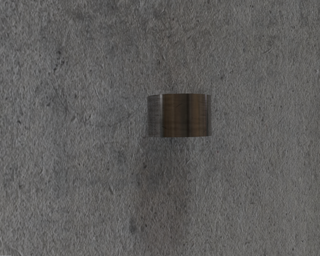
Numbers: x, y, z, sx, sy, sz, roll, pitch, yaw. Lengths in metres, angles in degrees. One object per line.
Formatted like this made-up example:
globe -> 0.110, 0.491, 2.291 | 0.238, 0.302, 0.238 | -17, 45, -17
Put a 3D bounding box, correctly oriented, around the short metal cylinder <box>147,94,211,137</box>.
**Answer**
short metal cylinder -> 0.024, -0.015, 0.391 | 0.081, 0.080, 0.050 | -1, 91, -20
